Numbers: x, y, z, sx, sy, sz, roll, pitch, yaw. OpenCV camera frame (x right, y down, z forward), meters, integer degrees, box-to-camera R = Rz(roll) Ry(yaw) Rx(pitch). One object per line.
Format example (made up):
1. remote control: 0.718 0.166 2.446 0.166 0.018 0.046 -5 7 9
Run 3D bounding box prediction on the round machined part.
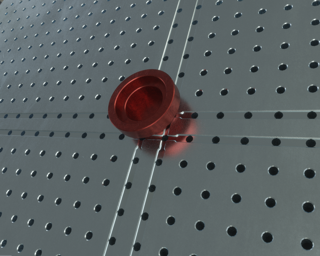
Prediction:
1. round machined part: -0.018 -0.029 0.423 0.098 0.042 0.098 -13 56 20
